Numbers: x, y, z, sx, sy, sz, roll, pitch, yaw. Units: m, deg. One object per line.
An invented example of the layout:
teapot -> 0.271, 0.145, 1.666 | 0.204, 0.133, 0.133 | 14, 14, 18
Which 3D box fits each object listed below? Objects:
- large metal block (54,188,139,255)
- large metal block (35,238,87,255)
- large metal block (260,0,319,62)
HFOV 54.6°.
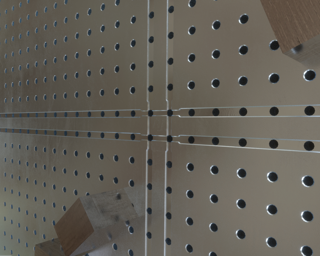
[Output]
large metal block -> -0.093, 0.137, 0.452 | 0.080, 0.081, 0.050 | -48, 62, 29
large metal block -> -0.176, 0.250, 0.541 | 0.080, 0.050, 0.080 | 11, 97, 39
large metal block -> 0.141, -0.117, 0.277 | 0.080, 0.050, 0.080 | -27, 73, 37
